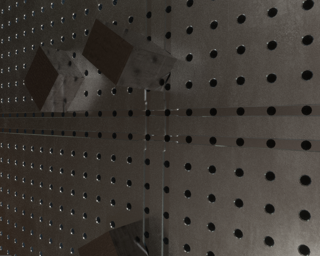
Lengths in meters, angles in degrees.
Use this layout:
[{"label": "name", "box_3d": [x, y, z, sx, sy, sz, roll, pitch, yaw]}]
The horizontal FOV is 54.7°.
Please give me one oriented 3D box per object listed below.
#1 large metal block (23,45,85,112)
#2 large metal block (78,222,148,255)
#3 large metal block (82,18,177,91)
[{"label": "large metal block", "box_3d": [-0.188, -0.084, 0.545, 0.080, 0.050, 0.080, 51, 120, 27]}, {"label": "large metal block", "box_3d": [-0.063, 0.192, 0.443, 0.080, 0.050, 0.080, -38, 67, 33]}, {"label": "large metal block", "box_3d": [-0.040, -0.093, 0.404, 0.080, 0.081, 0.050, 42, 116, 31]}]
